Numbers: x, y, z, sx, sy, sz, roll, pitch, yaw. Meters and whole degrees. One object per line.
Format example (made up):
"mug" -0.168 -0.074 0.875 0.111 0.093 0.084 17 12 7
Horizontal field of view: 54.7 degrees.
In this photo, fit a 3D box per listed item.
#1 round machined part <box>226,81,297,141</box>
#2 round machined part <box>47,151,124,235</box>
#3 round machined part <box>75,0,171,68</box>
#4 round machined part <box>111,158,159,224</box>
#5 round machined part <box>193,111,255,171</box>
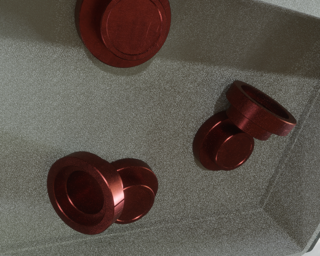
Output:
"round machined part" 0.130 -0.020 0.421 0.099 0.098 0.042 14 121 -34
"round machined part" -0.084 0.074 0.374 0.042 0.098 0.097 -29 141 -60
"round machined part" -0.032 -0.107 0.314 0.099 0.042 0.097 -14 124 -21
"round machined part" -0.046 0.094 0.430 0.099 0.042 0.097 -14 124 -21
"round machined part" 0.103 0.026 0.469 0.099 0.042 0.097 -14 124 -21
